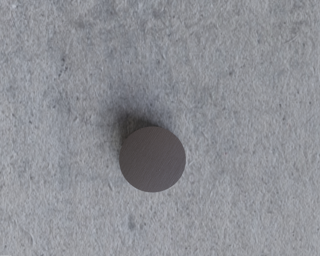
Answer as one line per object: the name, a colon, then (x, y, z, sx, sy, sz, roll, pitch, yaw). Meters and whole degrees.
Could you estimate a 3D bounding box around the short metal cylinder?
short metal cylinder: (-0.009, 0.038, 0.397, 0.081, 0.050, 0.079, 0, 90, -1)
